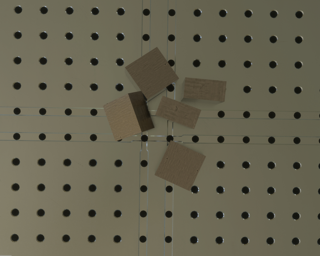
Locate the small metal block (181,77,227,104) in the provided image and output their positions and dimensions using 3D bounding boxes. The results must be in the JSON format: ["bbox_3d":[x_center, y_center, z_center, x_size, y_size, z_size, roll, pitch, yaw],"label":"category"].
[{"bbox_3d":[0.055,-0.047,0.401,0.050,0.050,0.025,5,90,0],"label":"small metal block"}]

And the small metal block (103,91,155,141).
[{"bbox_3d":[-0.041,-0.015,0.400,0.050,0.025,0.050,-19,91,40],"label":"small metal block"}]

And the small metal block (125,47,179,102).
[{"bbox_3d":[-0.011,-0.070,0.410,0.050,0.025,0.050,-35,90,-9],"label":"small metal block"}]

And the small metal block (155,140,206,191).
[{"bbox_3d":[0.026,0.049,0.414,0.050,0.025,0.050,25,90,0],"label":"small metal block"}]

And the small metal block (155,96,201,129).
[{"bbox_3d":[0.022,-0.019,0.401,0.050,0.050,0.025,20,90,0],"label":"small metal block"}]
